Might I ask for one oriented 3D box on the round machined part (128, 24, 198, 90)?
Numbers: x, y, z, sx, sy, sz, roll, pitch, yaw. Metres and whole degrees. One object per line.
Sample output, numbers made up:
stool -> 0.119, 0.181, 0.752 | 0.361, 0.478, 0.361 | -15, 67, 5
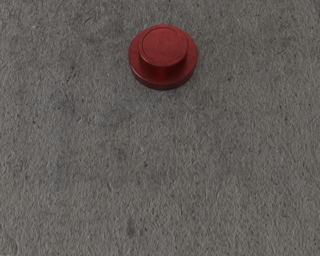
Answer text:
round machined part -> 0.004, -0.106, 0.438 | 0.099, 0.042, 0.098 | 0, 70, 0
